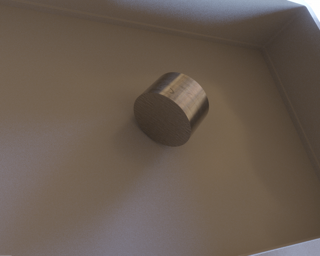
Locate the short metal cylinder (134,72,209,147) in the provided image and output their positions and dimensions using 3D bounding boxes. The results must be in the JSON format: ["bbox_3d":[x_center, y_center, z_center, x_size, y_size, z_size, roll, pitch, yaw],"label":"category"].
[{"bbox_3d":[0.014,-0.023,0.390,0.080,0.080,0.050,41,51,-1],"label":"short metal cylinder"}]
